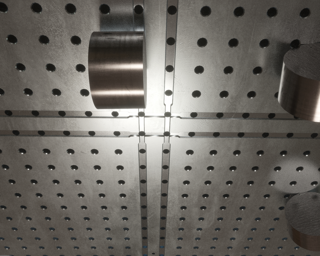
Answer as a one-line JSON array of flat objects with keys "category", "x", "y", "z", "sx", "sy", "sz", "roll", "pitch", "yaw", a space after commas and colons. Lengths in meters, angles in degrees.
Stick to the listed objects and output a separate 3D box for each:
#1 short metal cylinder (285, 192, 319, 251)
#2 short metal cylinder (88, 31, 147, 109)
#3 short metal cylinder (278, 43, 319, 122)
[{"category": "short metal cylinder", "x": 0.251, "y": 0.153, "z": 0.510, "sx": 0.080, "sy": 0.080, "sz": 0.050, "roll": -15, "pitch": 129, "yaw": 12}, {"category": "short metal cylinder", "x": -0.041, "y": -0.060, "z": 0.324, "sx": 0.050, "sy": 0.080, "sz": 0.079, "roll": -1, "pitch": 130, "yaw": 0}, {"category": "short metal cylinder", "x": 0.173, "y": -0.051, "z": 0.335, "sx": 0.080, "sy": 0.080, "sz": 0.050, "roll": -6, "pitch": 130, "yaw": 4}]
